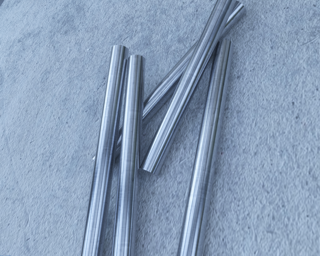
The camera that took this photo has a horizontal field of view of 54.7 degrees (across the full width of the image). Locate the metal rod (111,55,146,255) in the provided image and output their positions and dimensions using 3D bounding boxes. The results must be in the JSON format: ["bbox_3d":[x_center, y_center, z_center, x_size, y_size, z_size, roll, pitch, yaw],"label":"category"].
[{"bbox_3d":[-0.037,0.042,0.375,0.025,0.025,0.299,-9,64,23],"label":"metal rod"}]

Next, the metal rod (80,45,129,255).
[{"bbox_3d":[-0.068,0.029,0.392,0.025,0.025,0.299,-5,68,26],"label":"metal rod"}]

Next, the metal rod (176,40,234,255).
[{"bbox_3d":[0.056,0.019,0.362,0.025,0.025,0.300,0,61,28],"label":"metal rod"}]

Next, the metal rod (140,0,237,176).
[{"bbox_3d":[0.048,-0.080,0.407,0.025,0.025,0.299,17,77,35],"label":"metal rod"}]

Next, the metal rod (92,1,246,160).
[{"bbox_3d":[0.016,-0.064,0.434,0.300,0.025,0.025,-49,51,-6],"label":"metal rod"}]
